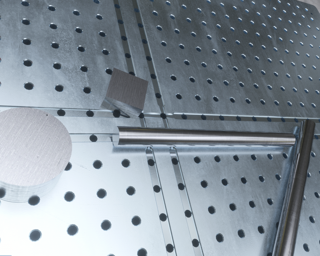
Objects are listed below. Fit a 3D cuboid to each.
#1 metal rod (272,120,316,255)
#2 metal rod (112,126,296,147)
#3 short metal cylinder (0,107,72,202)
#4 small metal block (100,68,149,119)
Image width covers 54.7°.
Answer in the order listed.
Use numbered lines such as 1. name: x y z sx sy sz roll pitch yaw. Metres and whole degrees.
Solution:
1. metal rod: 0.203 0.092 0.463 0.025 0.025 0.301 37 51 -4
2. metal rod: 0.081 0.015 0.444 0.303 0.025 0.025 2 61 -28
3. short metal cylinder: -0.133 0.027 0.304 0.081 0.050 0.080 14 56 -22
4. small metal block: -0.047 -0.046 0.412 0.050 0.025 0.050 20 54 -17
